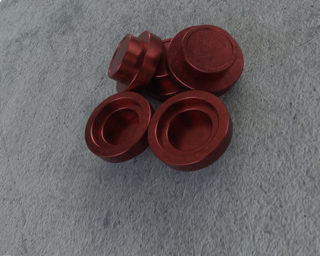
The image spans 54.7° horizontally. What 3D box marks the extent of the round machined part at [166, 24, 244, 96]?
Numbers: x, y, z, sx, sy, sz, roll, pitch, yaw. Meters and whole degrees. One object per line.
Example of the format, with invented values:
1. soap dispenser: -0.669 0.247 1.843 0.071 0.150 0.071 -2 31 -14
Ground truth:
1. round machined part: 0.058 -0.090 0.390 0.099 0.042 0.098 2 71 -5

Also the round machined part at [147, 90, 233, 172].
1. round machined part: 0.038 0.007 0.369 0.098 0.042 0.098 -13 56 20

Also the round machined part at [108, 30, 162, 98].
1. round machined part: -0.041 -0.094 0.442 0.098 0.042 0.098 -44 33 40

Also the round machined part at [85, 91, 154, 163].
1. round machined part: -0.048 0.002 0.417 0.098 0.042 0.098 -13 56 20

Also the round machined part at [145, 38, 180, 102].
1. round machined part: 0.015 -0.088 0.438 0.098 0.042 0.098 -13 56 20
